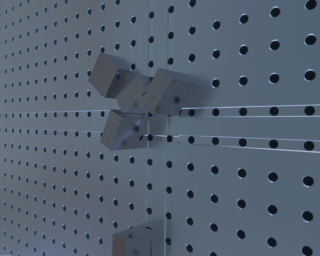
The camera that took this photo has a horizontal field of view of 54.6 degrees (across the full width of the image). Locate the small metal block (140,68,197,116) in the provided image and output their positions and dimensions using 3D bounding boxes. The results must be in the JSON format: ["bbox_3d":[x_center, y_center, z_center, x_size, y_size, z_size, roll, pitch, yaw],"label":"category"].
[{"bbox_3d":[0.011,-0.043,0.385,0.025,0.050,0.050,44,117,30],"label":"small metal block"}]

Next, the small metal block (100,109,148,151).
[{"bbox_3d":[-0.050,0.003,0.436,0.025,0.050,0.050,33,110,35],"label":"small metal block"}]

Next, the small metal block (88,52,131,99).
[{"bbox_3d":[-0.079,-0.080,0.476,0.050,0.025,0.050,43,116,31],"label":"small metal block"}]

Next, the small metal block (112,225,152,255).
[{"bbox_3d":[-0.038,0.168,0.426,0.025,0.050,0.050,4,93,40],"label":"small metal block"}]

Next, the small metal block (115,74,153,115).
[{"bbox_3d":[-0.021,-0.043,0.412,0.050,0.050,0.025,-39,66,33],"label":"small metal block"}]
